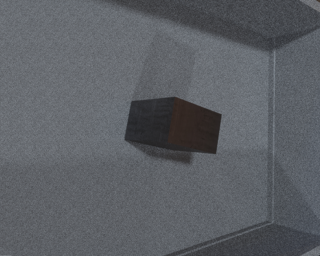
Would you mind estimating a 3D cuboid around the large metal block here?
[{"bbox_3d":[0.016,-0.001,0.383,0.081,0.080,0.050,16,80,-39],"label":"large metal block"}]
